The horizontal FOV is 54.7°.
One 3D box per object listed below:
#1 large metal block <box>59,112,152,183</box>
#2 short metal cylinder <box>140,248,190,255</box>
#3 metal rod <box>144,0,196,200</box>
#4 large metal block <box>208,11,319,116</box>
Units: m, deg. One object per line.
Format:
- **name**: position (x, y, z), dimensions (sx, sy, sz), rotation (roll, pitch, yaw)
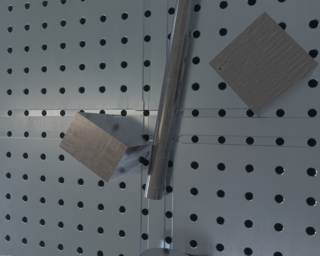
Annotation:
- **large metal block**: position (-0.067, 0.022, 0.407), dimensions (0.080, 0.080, 0.050), rotation (33, 101, 17)
- **short metal cylinder**: position (0.009, 0.191, 0.380), dimensions (0.080, 0.080, 0.050), rotation (13, 95, 19)
- **metal rod**: position (0.015, -0.054, 0.407), dimensions (0.025, 0.025, 0.298), rotation (11, 94, 19)
- **large metal block**: position (0.117, -0.070, 0.358), dimensions (0.080, 0.050, 0.080), rotation (-42, 77, 15)
